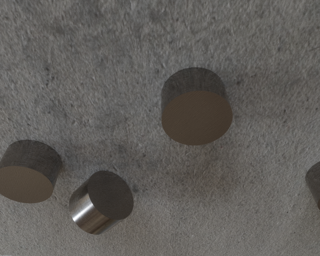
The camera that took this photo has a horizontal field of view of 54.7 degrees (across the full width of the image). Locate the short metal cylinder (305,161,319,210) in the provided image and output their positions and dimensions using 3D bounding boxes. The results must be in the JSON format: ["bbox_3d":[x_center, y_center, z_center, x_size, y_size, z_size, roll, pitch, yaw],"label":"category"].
[{"bbox_3d":[0.272,0.088,0.470,0.081,0.050,0.079,0,130,0],"label":"short metal cylinder"}]

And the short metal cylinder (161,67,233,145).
[{"bbox_3d":[0.042,-0.025,0.370,0.081,0.050,0.079,0,130,0],"label":"short metal cylinder"}]

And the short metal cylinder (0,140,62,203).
[{"bbox_3d":[-0.187,0.063,0.442,0.081,0.050,0.079,0,130,0],"label":"short metal cylinder"}]

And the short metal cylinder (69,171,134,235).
[{"bbox_3d":[-0.087,0.111,0.465,0.080,0.080,0.050,33,123,-25],"label":"short metal cylinder"}]
